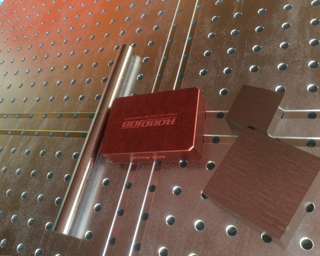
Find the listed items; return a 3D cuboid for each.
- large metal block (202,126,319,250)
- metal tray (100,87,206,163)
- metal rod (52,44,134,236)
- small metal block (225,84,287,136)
[{"bbox_3d":[0.102,0.056,0.304,0.080,0.050,0.080,27,76,37],"label":"large metal block"},{"bbox_3d":[-0.009,-0.002,0.410,0.130,0.030,0.090,-5,59,25],"label":"metal tray"},{"bbox_3d":[-0.089,0.001,0.452,0.025,0.025,0.300,0,62,28],"label":"metal rod"},{"bbox_3d":[0.112,-0.019,0.361,0.050,0.025,0.050,20,72,35],"label":"small metal block"}]
